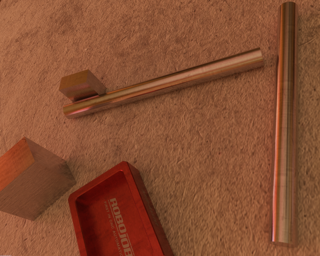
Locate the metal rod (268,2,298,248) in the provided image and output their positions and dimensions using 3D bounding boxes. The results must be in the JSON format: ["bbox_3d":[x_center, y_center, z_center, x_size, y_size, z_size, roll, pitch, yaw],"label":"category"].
[{"bbox_3d":[0.140,-0.026,0.345,0.025,0.025,0.300,-2,61,27],"label":"metal rod"}]

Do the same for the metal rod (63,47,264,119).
[{"bbox_3d":[-0.009,-0.058,0.442,0.301,0.025,0.025,-13,56,20],"label":"metal rod"}]

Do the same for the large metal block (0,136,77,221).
[{"bbox_3d":[-0.176,0.070,0.415,0.080,0.080,0.050,-41,51,0],"label":"large metal block"}]

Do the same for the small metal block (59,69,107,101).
[{"bbox_3d":[-0.120,-0.061,0.486,0.050,0.050,0.025,-12,57,21],"label":"small metal block"}]

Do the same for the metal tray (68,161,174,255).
[{"bbox_3d":[-0.049,0.113,0.355,0.090,0.030,0.130,-33,52,6],"label":"metal tray"}]
